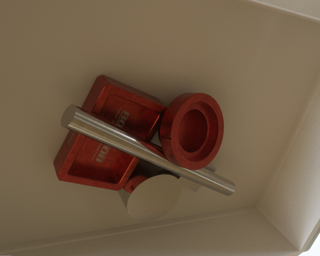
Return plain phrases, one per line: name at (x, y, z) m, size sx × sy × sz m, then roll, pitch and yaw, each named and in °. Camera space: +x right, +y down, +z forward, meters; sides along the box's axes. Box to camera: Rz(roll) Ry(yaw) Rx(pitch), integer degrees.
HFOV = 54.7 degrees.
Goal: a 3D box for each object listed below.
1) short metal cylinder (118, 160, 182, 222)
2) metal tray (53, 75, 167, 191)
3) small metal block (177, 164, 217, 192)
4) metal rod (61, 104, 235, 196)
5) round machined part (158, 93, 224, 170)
short metal cylinder at (-0.017, 0.083, 0.433) m, size 0.081 × 0.050 × 0.079 m, roll -14°, pitch 125°, yaw -21°
metal tray at (-0.060, 0.011, 0.378) m, size 0.091 × 0.030 × 0.129 m, roll 20°, pitch 108°, yaw -36°
small metal block at (0.051, 0.065, 0.476) m, size 0.050 × 0.025 × 0.050 m, roll -49°, pitch 129°, yaw 6°
metal rod at (0.010, 0.043, 0.403) m, size 0.301 × 0.025 × 0.025 m, roll 29°, pitch 102°, yaw -40°
round machined part at (0.036, 0.003, 0.403) m, size 0.099 × 0.042 × 0.097 m, roll -7°, pitch 101°, yaw -41°
